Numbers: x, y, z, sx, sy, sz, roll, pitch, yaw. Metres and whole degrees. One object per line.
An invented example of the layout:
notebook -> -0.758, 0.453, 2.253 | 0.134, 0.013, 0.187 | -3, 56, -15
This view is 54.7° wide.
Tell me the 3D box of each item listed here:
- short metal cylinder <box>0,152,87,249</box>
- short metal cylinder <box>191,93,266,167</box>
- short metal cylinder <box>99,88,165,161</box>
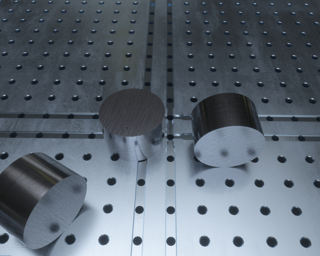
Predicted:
short metal cylinder -> -0.120, 0.071, 0.311 | 0.050, 0.080, 0.080 | 26, 55, 20
short metal cylinder -> 0.079, 0.004, 0.369 | 0.081, 0.080, 0.050 | -1, 50, -1
short metal cylinder -> -0.034, -0.005, 0.395 | 0.081, 0.050, 0.080 | 0, 50, 0
